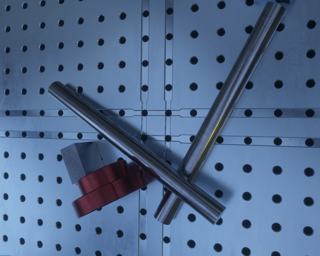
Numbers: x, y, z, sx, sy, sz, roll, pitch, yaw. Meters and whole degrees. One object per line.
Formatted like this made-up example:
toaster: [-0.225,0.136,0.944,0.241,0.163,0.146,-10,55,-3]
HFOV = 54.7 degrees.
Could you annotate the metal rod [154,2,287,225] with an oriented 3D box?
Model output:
metal rod: [0.070,-0.011,0.387,0.025,0.025,0.298,30,99,17]

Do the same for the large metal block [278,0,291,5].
large metal block: [0.128,-0.199,0.344,0.080,0.050,0.080,29,85,17]

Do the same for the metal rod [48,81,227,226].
metal rod: [-0.045,0.021,0.409,0.300,0.025,0.025,35,101,22]

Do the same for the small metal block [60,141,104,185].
small metal block: [-0.106,0.048,0.435,0.025,0.050,0.050,-25,82,19]

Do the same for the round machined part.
round machined part: [-0.066,0.074,0.396,0.098,0.098,0.042,-29,81,17]
